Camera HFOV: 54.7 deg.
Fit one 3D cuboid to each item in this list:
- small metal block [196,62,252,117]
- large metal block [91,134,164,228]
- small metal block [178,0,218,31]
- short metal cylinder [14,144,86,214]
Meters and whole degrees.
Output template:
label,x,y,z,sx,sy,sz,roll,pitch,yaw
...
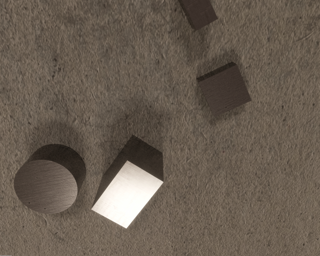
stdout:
label,x,y,z,sx,sy,sz,roll,pitch,yaw
small metal block,0.081,-0.049,0.393,0.050,0.025,0.050,-25,109,8
large metal block,-0.040,0.067,0.405,0.050,0.080,0.080,33,107,-12
small metal block,0.038,-0.139,0.346,0.025,0.050,0.050,-28,108,9
short metal cylinder,-0.146,0.068,0.419,0.081,0.050,0.079,0,110,-1
